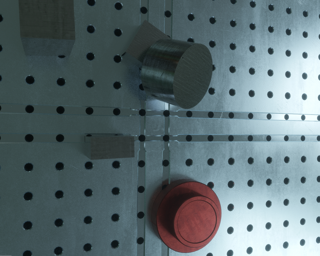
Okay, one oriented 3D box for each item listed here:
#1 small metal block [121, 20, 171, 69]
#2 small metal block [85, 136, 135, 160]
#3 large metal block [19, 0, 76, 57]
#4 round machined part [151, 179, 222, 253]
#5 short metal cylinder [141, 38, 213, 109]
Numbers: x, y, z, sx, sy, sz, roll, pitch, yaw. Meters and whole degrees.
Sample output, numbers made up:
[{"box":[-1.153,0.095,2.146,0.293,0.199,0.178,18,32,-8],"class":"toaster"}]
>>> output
[{"box":[-0.015,-0.104,0.408,0.050,0.025,0.050,32,79,-18],"class":"small metal block"},{"box":[-0.062,0.022,0.377,0.050,0.050,0.025,-1,91,-20],"class":"small metal block"},{"box":[-0.124,-0.127,0.338,0.050,0.080,0.079,-3,91,-20],"class":"large metal block"},{"box":[0.042,0.121,0.420,0.099,0.042,0.097,0,90,-21],"class":"round machined part"},{"box":[0.023,-0.069,0.389,0.081,0.050,0.079,-27,127,-42],"class":"short metal cylinder"}]
